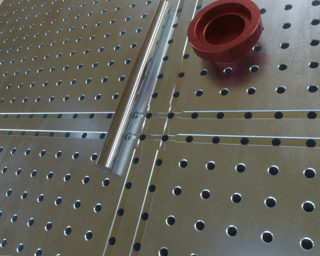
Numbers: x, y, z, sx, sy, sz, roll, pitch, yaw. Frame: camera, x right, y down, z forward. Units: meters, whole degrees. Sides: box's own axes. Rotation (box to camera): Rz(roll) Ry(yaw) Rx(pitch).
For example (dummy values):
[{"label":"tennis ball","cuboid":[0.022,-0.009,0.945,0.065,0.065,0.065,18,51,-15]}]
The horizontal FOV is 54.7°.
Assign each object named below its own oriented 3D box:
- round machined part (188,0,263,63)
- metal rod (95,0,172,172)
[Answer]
[{"label":"round machined part","cuboid":[0.091,-0.129,0.428,0.098,0.042,0.098,-13,56,20]},{"label":"metal rod","cuboid":[-0.034,-0.078,0.471,0.025,0.025,0.300,4,63,29]}]
